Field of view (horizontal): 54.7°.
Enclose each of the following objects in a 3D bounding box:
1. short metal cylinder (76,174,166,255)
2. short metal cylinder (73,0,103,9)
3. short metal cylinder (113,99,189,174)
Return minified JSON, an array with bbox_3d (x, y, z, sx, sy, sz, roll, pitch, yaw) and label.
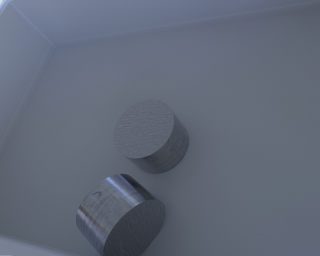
[{"bbox_3d":[-0.041,0.097,0.331,0.050,0.080,0.080,32,80,38],"label":"short metal cylinder"},{"bbox_3d":[-0.146,-0.289,0.624,0.080,0.080,0.050,6,65,30],"label":"short metal cylinder"},{"bbox_3d":[-0.010,0.011,0.387,0.080,0.050,0.080,-13,56,20],"label":"short metal cylinder"}]
